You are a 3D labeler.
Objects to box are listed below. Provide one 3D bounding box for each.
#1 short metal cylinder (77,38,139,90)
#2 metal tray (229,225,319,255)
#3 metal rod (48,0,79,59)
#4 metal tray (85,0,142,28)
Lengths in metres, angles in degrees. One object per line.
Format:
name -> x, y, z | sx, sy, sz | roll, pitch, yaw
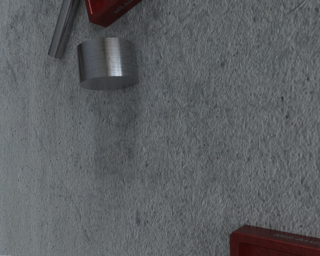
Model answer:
short metal cylinder -> -0.071, -0.085, 0.426 | 0.080, 0.081, 0.050 | -10, 84, 39
metal tray -> 0.132, 0.150, 0.291 | 0.130, 0.030, 0.089 | -2, 89, 39
metal rod -> -0.132, -0.259, 0.510 | 0.025, 0.025, 0.298 | 36, 112, 34
metal tray -> -0.059, -0.218, 0.447 | 0.130, 0.030, 0.090 | -22, 76, 37
